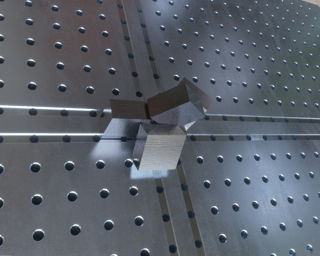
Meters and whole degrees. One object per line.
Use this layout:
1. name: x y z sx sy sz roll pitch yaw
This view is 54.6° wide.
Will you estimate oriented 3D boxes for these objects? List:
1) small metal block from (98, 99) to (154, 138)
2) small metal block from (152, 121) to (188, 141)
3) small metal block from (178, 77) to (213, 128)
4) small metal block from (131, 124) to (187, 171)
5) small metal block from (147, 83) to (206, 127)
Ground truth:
1. small metal block: -0.042 -0.010 0.374 0.050 0.050 0.025 1 62 -27
2. small metal block: 0.004 -0.003 0.411 0.050 0.025 0.050 2 61 -28
3. small metal block: 0.037 -0.034 0.432 0.050 0.050 0.025 37 50 -4
4. small metal block: -0.002 0.023 0.373 0.050 0.050 0.025 1 30 -27
5. small metal block: 0.020 -0.024 0.372 0.050 0.050 0.025 34 39 -56
